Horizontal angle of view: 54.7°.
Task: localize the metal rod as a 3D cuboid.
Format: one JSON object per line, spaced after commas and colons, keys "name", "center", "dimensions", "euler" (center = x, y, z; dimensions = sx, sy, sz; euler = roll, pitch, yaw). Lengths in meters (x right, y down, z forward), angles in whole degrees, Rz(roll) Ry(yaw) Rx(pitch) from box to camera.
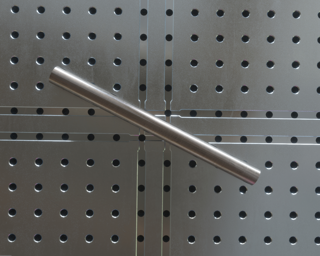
{"name": "metal rod", "center": [-0.006, -0.003, 0.413], "dimensions": [0.301, 0.025, 0.025], "euler": [27, 90, -1]}
